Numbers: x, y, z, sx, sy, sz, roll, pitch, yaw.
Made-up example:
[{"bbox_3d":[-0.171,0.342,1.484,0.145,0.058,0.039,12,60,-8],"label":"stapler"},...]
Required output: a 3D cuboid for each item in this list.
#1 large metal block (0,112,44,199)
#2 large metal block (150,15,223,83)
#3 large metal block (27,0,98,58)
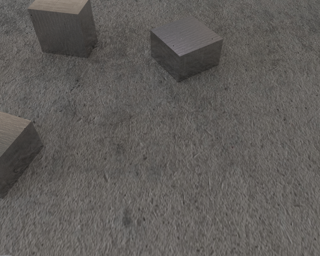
[{"bbox_3d":[-0.201,0.026,0.364,0.080,0.050,0.080,16,52,13],"label":"large metal block"},{"bbox_3d":[0.040,-0.128,0.495,0.081,0.050,0.080,-26,55,-20],"label":"large metal block"},{"bbox_3d":[-0.155,-0.166,0.506,0.080,0.080,0.050,9,51,7],"label":"large metal block"}]
